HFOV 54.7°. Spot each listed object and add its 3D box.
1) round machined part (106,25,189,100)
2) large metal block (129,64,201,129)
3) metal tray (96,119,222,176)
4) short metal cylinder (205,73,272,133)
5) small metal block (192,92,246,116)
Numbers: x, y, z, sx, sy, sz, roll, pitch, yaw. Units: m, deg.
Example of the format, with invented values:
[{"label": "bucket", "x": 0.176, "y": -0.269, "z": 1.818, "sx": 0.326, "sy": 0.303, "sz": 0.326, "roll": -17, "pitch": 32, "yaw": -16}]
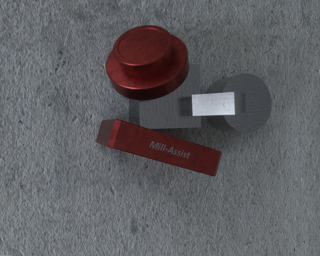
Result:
[{"label": "round machined part", "x": -0.017, "y": -0.083, "z": 0.365, "sx": 0.098, "sy": 0.098, "sz": 0.042, "roll": -38, "pitch": 147, "yaw": -16}, {"label": "large metal block", "x": 0.005, "y": -0.040, "z": 0.400, "sx": 0.081, "sy": 0.050, "sz": 0.080, "roll": -2, "pitch": 91, "yaw": -20}, {"label": "metal tray", "x": -0.004, "y": 0.023, "z": 0.374, "sx": 0.131, "sy": 0.090, "sz": 0.030, "roll": 18, "pitch": 85, "yaw": -19}, {"label": "short metal cylinder", "x": 0.108, "y": -0.033, "z": 0.438, "sx": 0.081, "sy": 0.050, "sz": 0.080, "roll": 0, "pitch": 90, "yaw": -20}, {"label": "small metal block", "x": 0.072, "y": -0.029, "z": 0.375, "sx": 0.050, "sy": 0.050, "sz": 0.025, "roll": -10, "pitch": 98, "yaw": -61}]
